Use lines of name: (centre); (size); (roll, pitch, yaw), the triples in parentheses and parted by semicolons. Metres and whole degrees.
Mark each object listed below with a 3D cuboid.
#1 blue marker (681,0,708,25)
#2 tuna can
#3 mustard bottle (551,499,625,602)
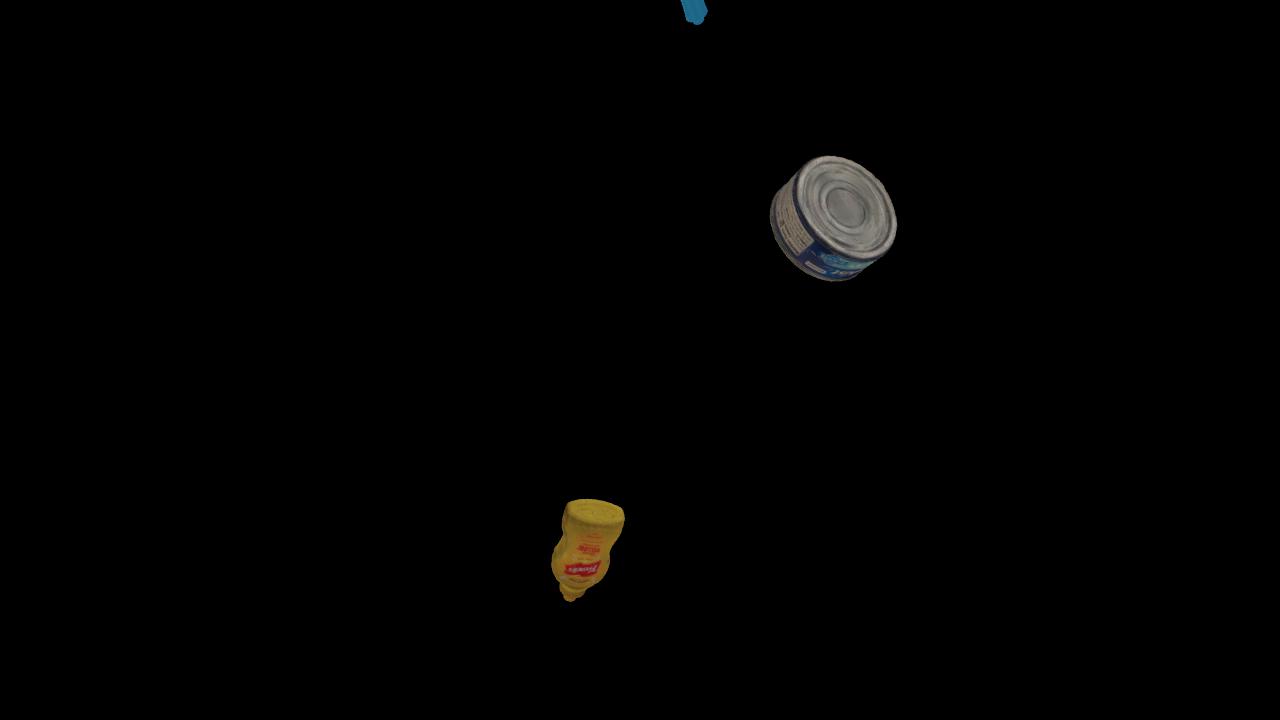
blue marker: (0.026, -0.312, 0.467); (0.020, 0.020, 0.121); (0, -30, 27)
tuna can: (0.136, -0.100, 0.430); (0.084, 0.084, 0.034); (0, -19, -20)
mustard bottle: (-0.088, 0.299, 0.938); (0.092, 0.184, 0.054); (8, 26, -20)
